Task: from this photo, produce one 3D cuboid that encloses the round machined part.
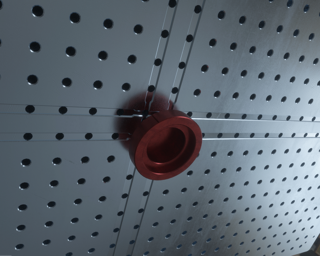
[{"bbox_3d":[0.004,0.019,0.416,0.099,0.042,0.097,-14,125,-21],"label":"round machined part"}]
